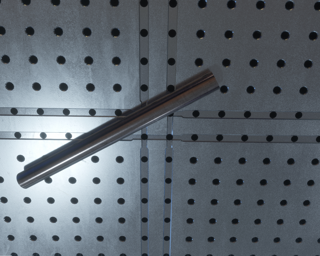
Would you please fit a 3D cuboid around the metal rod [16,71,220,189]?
[{"bbox_3d":[-0.062,0.007,0.415,0.300,0.025,0.025,-27,108,9],"label":"metal rod"}]
